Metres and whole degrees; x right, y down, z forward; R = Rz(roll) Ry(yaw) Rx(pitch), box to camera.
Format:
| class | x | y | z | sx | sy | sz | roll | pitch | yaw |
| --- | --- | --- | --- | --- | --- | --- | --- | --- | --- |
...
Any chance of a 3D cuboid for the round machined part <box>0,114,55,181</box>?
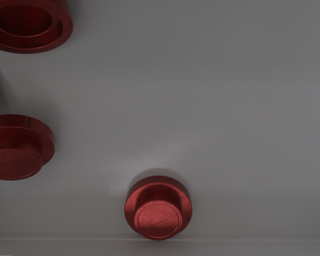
| class | x | y | z | sx | sy | sz | roll | pitch | yaw |
| --- | --- | --- | --- | --- | --- | --- | --- | --- | --- |
| round machined part | -0.184 | 0.031 | 0.387 | 0.099 | 0.042 | 0.097 | -11 | 142 | -8 |

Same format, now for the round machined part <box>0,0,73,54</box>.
| class | x | y | z | sx | sy | sz | roll | pitch | yaw |
| --- | --- | --- | --- | --- | --- | --- | --- | --- | --- |
| round machined part | -0.148 | -0.124 | 0.335 | 0.098 | 0.098 | 0.042 | -15 | 75 | 5 |

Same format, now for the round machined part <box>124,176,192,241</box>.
| class | x | y | z | sx | sy | sz | roll | pitch | yaw |
| --- | --- | --- | --- | --- | --- | --- | --- | --- | --- |
| round machined part | -0.002 | 0.122 | 0.447 | 0.099 | 0.042 | 0.097 | 0 | 110 | 0 |
